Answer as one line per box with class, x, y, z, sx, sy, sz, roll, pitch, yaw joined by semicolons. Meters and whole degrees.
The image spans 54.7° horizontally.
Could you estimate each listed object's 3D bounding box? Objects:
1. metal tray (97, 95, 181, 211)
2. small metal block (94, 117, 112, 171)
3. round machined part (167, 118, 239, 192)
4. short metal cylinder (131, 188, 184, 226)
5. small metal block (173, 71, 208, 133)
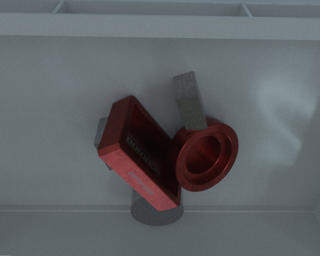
metal tray;-0.017;0.034;0.392;0.030;0.090;0.130;-21;128;26
small metal block;-0.061;0.019;0.408;0.025;0.050;0.050;-13;129;10
round machined part;0.052;0.031;0.407;0.099;0.042;0.097;-14;120;-26
short metal cylinder;-0.004;0.110;0.486;0.081;0.050;0.079;0;130;0
small metal block;0.036;-0.031;0.367;0.025;0.050;0.050;-14;129;11
